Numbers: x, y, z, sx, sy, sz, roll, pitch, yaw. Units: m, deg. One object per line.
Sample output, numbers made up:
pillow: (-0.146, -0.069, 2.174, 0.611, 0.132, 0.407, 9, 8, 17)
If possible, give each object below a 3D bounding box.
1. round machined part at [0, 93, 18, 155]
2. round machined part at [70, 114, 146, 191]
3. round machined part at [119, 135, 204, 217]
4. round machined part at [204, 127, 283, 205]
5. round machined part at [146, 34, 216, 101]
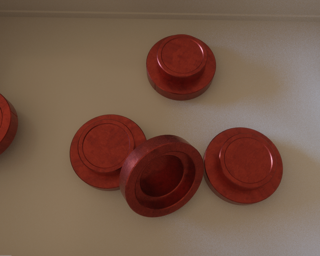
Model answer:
round machined part: (-0.232, 0.000, 0.398, 0.099, 0.042, 0.098, 0, 70, -1)
round machined part: (-0.064, 0.027, 0.390, 0.099, 0.042, 0.098, 0, 70, -1)
round machined part: (-0.001, 0.052, 0.363, 0.098, 0.098, 0.042, -32, 34, -11)
round machined part: (0.105, 0.044, 0.386, 0.099, 0.042, 0.098, 0, 70, -1)
round machined part: (0.030, -0.091, 0.434, 0.099, 0.042, 0.098, 0, 70, -1)
